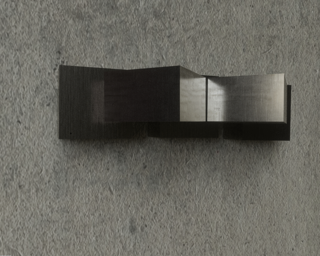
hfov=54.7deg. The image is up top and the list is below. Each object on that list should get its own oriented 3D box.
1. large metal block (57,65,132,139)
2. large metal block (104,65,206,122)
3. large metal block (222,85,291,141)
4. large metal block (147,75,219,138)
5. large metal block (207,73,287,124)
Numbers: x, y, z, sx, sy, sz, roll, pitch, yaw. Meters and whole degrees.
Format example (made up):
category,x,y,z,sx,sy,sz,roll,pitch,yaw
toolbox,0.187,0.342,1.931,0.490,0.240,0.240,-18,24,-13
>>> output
category,x,y,z,sx,sy,sz,roll,pitch,yaw
large metal block,-0.079,-0.028,0.369,0.081,0.050,0.079,0,90,-21
large metal block,-0.002,-0.032,0.328,0.080,0.080,0.050,-2,92,-66
large metal block,0.140,-0.023,0.451,0.081,0.050,0.079,2,90,-21
large metal block,0.030,-0.028,0.409,0.081,0.050,0.079,1,90,-21
large metal block,0.107,-0.031,0.371,0.080,0.080,0.050,1,89,24
